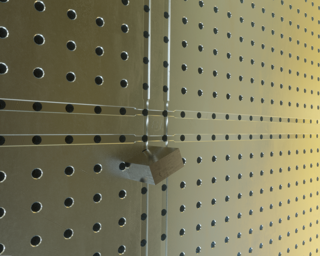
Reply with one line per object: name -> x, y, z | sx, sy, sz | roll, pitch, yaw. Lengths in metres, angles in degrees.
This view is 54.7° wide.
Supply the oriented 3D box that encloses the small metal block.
small metal block -> -0.007, 0.045, 0.389 | 0.050, 0.050, 0.025 | -27, 108, -37
